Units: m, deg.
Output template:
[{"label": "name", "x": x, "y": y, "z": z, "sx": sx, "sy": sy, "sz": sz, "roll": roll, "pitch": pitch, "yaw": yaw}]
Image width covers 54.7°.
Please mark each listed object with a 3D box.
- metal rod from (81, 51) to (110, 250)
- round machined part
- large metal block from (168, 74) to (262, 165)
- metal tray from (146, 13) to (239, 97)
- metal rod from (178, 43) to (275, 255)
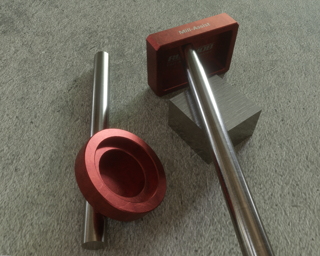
[{"label": "metal rod", "x": -0.079, "y": 0.001, "z": 0.400, "sx": 0.025, "sy": 0.025, "sz": 0.300, "roll": -4, "pitch": 50, "yaw": -4}, {"label": "round machined part", "x": -0.045, "y": 0.052, "z": 0.328, "sx": 0.098, "sy": 0.042, "sz": 0.098, "roll": 27, "pitch": 40, "yaw": -25}, {"label": "large metal block", "x": 0.068, "y": -0.013, "z": 0.399, "sx": 0.081, "sy": 0.050, "sz": 0.080, "roll": -30, "pitch": 56, "yaw": -23}, {"label": "metal tray", "x": 0.046, "y": -0.105, "z": 0.450, "sx": 0.131, "sy": 0.089, "sz": 0.030, "roll": -22, "pitch": 54, "yaw": -18}, {"label": "metal rod", "x": 0.061, "y": 0.009, "z": 0.331, "sx": 0.025, "sy": 0.025, "sz": 0.300, "roll": -7, "pitch": 52, "yaw": -6}]
